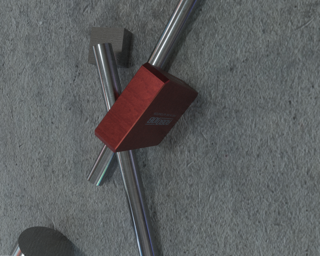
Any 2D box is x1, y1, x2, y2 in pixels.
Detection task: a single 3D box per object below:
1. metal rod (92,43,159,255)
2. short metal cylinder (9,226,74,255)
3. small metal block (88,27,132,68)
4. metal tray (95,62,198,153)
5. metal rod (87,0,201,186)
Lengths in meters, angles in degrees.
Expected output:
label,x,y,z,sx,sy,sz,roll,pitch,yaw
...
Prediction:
label,x,y,z,sx,sy,sz,roll,pitch,yaw
metal rod,-0.042,0.041,0.402,0.025,0.025,0.298,-11,94,19
short metal cylinder,-0.170,0.186,0.438,0.080,0.080,0.050,33,101,16
small metal block,-0.070,-0.112,0.432,0.050,0.025,0.050,8,93,19
metal tray,-0.008,-0.019,0.355,0.030,0.130,0.090,41,103,15
metal rod,-0.021,-0.054,0.415,0.025,0.025,0.299,32,100,17
